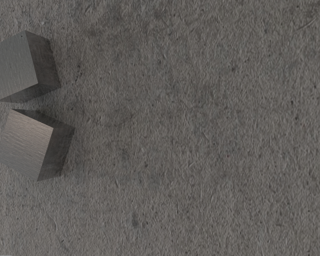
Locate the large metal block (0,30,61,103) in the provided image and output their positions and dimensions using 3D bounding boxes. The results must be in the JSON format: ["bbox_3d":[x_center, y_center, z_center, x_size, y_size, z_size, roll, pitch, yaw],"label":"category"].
[{"bbox_3d":[-0.207,-0.089,0.469,0.080,0.050,0.080,-18,84,19],"label":"large metal block"}]

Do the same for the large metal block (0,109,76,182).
[{"bbox_3d":[-0.185,0.023,0.461,0.080,0.050,0.080,22,97,18],"label":"large metal block"}]
